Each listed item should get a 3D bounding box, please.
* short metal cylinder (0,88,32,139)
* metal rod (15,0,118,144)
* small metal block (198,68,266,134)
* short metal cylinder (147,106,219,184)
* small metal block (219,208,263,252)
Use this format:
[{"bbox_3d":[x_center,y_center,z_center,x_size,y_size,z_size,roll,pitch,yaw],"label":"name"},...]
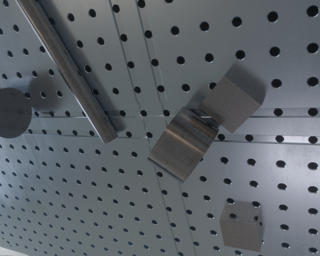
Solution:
[{"bbox_3d":[-0.256,-0.025,0.495,0.050,0.080,0.079,3,120,26],"label":"short metal cylinder"},{"bbox_3d":[-0.142,-0.109,0.418,0.025,0.025,0.299,-17,110,35],"label":"metal rod"},{"bbox_3d":[0.081,-0.030,0.350,0.050,0.025,0.050,39,129,1],"label":"small metal block"},{"bbox_3d":[0.028,0.020,0.374,0.050,0.080,0.079,34,129,5],"label":"short metal cylinder"},{"bbox_3d":[0.116,0.144,0.440,0.050,0.025,0.050,0,118,28],"label":"small metal block"}]
